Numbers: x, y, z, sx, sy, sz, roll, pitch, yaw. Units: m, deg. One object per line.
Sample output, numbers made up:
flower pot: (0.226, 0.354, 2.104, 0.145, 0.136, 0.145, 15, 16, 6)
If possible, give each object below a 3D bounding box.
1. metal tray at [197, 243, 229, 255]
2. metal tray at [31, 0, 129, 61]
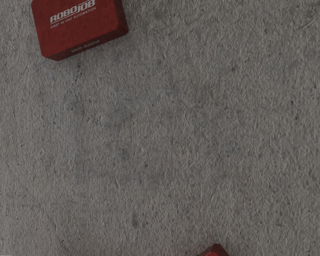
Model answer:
metal tray: (0.049, 0.220, 0.389, 0.130, 0.030, 0.090, -42, 77, 15)
metal tray: (-0.118, -0.161, 0.448, 0.130, 0.030, 0.090, -15, 85, 19)
